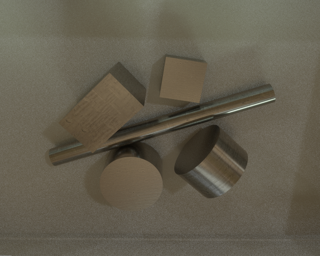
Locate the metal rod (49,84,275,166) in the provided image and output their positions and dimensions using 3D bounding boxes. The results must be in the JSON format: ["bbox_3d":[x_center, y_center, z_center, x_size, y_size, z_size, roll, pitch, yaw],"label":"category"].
[{"bbox_3d":[-0.001,-0.002,0.409,0.301,0.025,0.025,-16,110,5],"label":"metal rod"}]

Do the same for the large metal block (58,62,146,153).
[{"bbox_3d":[-0.064,-0.028,0.370,0.080,0.080,0.050,-41,105,13],"label":"large metal block"}]

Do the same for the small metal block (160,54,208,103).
[{"bbox_3d":[0.028,-0.062,0.387,0.050,0.025,0.050,8,110,-4],"label":"small metal block"}]

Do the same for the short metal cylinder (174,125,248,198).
[{"bbox_3d":[0.064,0.042,0.397,0.050,0.080,0.080,41,105,-14],"label":"short metal cylinder"}]

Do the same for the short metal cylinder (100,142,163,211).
[{"bbox_3d":[-0.037,0.064,0.419,0.081,0.050,0.079,0,110,-1],"label":"short metal cylinder"}]
